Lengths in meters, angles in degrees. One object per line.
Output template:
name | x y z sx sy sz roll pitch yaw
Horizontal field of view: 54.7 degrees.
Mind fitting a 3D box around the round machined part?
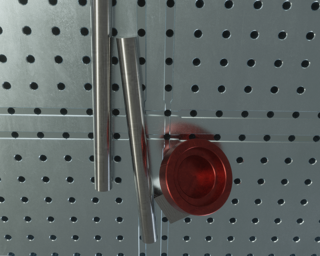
round machined part | 0.043 0.065 0.412 0.099 0.042 0.098 5 77 -23

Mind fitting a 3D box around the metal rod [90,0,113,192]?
metal rod | -0.073 -0.055 0.392 0.025 0.025 0.298 3 110 -2

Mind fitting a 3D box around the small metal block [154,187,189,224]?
small metal block | 0.025 0.104 0.452 0.050 0.025 0.050 -27 108 9

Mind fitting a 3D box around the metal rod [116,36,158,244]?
metal rod | -0.028 0.030 0.424 0.025 0.025 0.298 -5 110 1
